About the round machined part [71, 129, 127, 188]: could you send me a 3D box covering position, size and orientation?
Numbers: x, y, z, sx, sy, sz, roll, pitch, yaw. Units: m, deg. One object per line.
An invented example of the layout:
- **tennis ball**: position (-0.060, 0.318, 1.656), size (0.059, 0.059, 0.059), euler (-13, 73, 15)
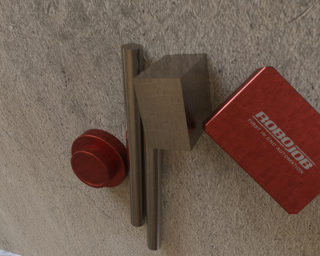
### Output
- **round machined part**: position (-0.097, 0.054, 0.478), size (0.098, 0.042, 0.097), euler (13, 124, 20)

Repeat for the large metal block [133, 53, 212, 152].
- **large metal block**: position (0.019, -0.031, 0.341), size (0.050, 0.080, 0.079), euler (4, 120, 26)

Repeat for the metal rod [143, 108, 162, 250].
- **metal rod**: position (-0.010, 0.074, 0.456), size (0.025, 0.025, 0.298), euler (13, 124, 20)

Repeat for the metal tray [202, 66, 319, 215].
- **metal tray**: position (0.120, 0.013, 0.319), size (0.130, 0.030, 0.090), euler (44, 95, -3)

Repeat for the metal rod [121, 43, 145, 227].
- **metal rod**: position (-0.035, 0.030, 0.442), size (0.025, 0.025, 0.298), euler (14, 124, 20)
